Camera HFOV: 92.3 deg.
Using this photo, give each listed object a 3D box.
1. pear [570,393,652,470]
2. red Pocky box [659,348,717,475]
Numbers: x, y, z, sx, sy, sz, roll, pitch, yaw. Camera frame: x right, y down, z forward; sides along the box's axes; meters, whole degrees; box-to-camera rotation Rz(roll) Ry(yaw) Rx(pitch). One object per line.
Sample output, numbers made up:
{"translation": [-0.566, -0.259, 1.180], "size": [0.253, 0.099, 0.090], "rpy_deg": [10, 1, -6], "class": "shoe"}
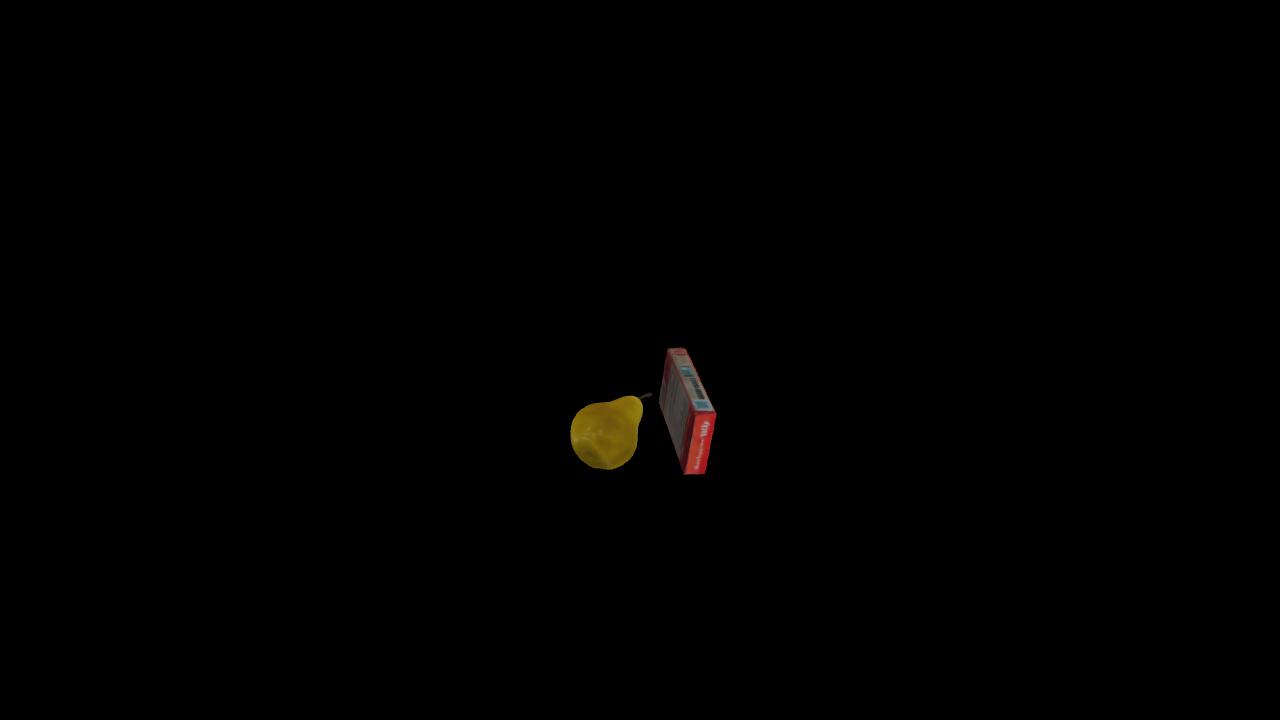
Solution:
{"translation": [-0.029, 0.069, 0.702], "size": [0.080, 0.080, 0.111], "rpy_deg": [0, 39, 34], "class": "pear"}
{"translation": [0.053, 0.056, 0.723], "size": [0.028, 0.083, 0.155], "rpy_deg": [3, 28, -11], "class": "red Pocky box"}
